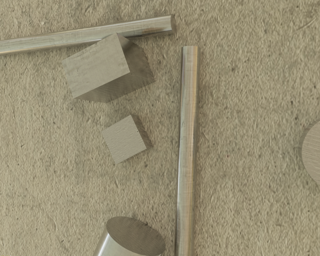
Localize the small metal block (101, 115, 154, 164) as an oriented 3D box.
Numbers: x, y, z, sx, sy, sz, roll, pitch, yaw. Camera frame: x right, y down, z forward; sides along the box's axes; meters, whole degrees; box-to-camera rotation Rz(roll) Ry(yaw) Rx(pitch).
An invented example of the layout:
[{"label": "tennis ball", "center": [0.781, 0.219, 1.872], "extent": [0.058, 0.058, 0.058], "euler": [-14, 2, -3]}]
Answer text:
[{"label": "small metal block", "center": [-0.045, 0.016, 0.425], "extent": [0.050, 0.025, 0.050], "euler": [-28, 81, 17]}]

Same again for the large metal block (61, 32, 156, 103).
[{"label": "large metal block", "center": [-0.064, -0.073, 0.402], "extent": [0.080, 0.080, 0.050], "euler": [-21, 83, 19]}]

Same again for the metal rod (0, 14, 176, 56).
[{"label": "metal rod", "center": [-0.124, -0.132, 0.452], "extent": [0.301, 0.025, 0.025], "euler": [-1, 90, 19]}]

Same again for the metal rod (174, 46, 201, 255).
[{"label": "metal rod", "center": [0.035, 0.047, 0.396], "extent": [0.025, 0.025, 0.298], "euler": [2, 91, 20]}]

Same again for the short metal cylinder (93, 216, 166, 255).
[{"label": "short metal cylinder", "center": [-0.040, 0.157, 0.394], "extent": [0.080, 0.080, 0.050], "euler": [26, 99, 18]}]

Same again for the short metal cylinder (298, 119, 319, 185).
[{"label": "short metal cylinder", "center": [0.192, 0.025, 0.328], "extent": [0.080, 0.050, 0.080], "euler": [0, 90, 20]}]
